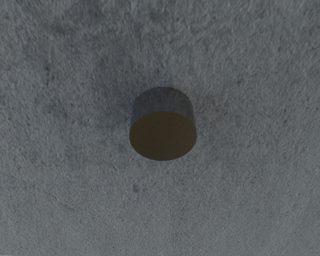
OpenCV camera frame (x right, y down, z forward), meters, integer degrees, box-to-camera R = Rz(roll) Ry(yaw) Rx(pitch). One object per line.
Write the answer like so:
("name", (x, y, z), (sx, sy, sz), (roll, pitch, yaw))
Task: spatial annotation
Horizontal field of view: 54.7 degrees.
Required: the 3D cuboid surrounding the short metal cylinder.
("short metal cylinder", (0.004, -0.004, 0.387), (0.081, 0.050, 0.079), (0, 130, 0))
